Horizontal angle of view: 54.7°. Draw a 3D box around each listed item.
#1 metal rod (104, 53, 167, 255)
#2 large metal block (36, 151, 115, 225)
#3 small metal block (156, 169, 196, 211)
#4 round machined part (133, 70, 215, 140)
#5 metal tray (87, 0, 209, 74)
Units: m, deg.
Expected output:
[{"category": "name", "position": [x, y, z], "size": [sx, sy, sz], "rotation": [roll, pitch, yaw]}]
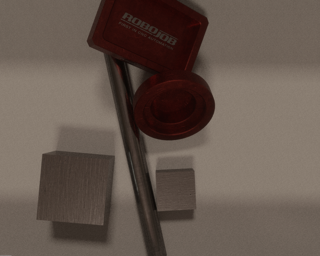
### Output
[{"category": "metal rod", "position": [-0.035, 0.025, 0.410], "size": [0.025, 0.025, 0.298], "rotation": [-12, 90, 0]}, {"category": "large metal block", "position": [-0.105, 0.074, 0.398], "size": [0.081, 0.050, 0.079], "rotation": [5, 90, -1]}, {"category": "small metal block", "position": [0.021, 0.081, 0.412], "size": [0.050, 0.025, 0.050], "rotation": [-3, 90, -1]}, {"category": "round machined part", "position": [0.016, -0.032, 0.386], "size": [0.099, 0.097, 0.042], "rotation": [-5, 45, -5]}, {"category": "metal tray", "position": [-0.012, -0.119, 0.381], "size": [0.131, 0.030, 0.090], "rotation": [19, 90, -26]}]
